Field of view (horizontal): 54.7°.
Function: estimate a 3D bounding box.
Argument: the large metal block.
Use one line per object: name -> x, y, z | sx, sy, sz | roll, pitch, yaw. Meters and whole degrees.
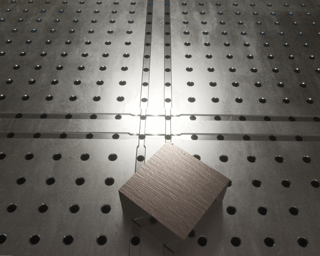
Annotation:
large metal block -> 0.015, 0.073, 0.330 | 0.080, 0.050, 0.080 | 32, 57, 23
